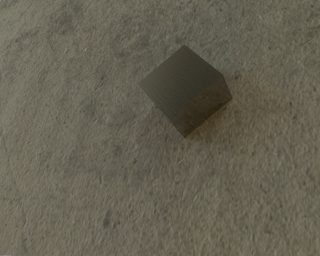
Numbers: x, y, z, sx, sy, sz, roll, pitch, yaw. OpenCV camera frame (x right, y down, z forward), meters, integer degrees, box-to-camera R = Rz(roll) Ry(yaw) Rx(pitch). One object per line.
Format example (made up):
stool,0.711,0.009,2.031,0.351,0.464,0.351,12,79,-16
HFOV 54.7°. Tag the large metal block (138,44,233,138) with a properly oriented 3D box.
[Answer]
large metal block,0.032,-0.048,0.400,0.080,0.050,0.080,-40,51,1
